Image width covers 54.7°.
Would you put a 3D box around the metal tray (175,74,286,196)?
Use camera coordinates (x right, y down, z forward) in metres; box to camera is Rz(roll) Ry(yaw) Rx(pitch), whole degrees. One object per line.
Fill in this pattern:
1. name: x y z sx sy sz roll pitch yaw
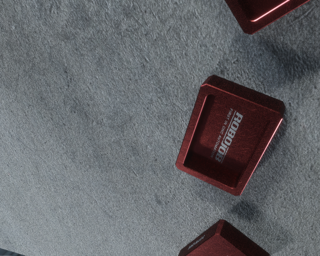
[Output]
1. metal tray: 0.078 0.012 0.369 0.090 0.030 0.129 24 127 13

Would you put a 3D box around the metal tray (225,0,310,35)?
1. metal tray: 0.083 -0.159 0.261 0.090 0.030 0.130 -27 104 37

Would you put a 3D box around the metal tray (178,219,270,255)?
1. metal tray: 0.093 0.207 0.483 0.090 0.030 0.129 37 129 2
